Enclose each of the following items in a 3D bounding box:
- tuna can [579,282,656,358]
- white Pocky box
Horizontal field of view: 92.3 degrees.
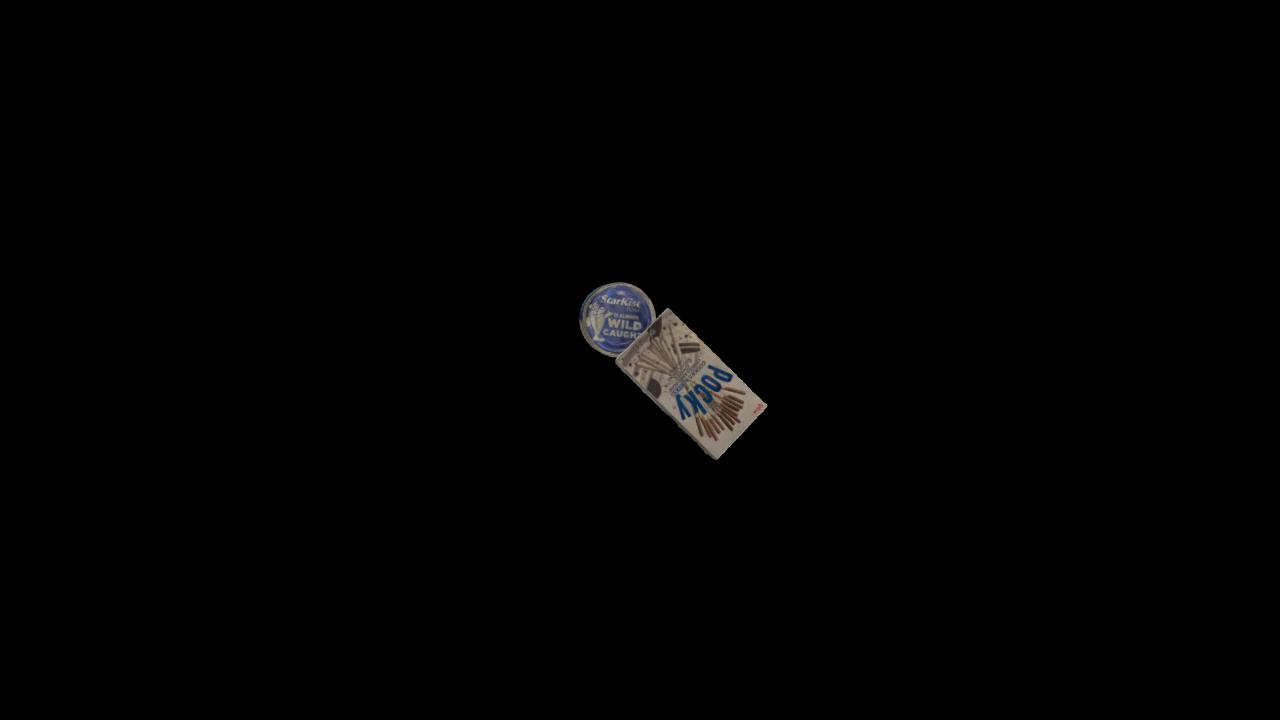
[{"bbox_3d":[-0.026,-0.046,0.697,0.084,0.084,0.034,0,5,-14],"label":"tuna can"},{"bbox_3d":[0.055,0.026,0.669,0.154,0.084,0.028,45,-7,1],"label":"white Pocky box"}]
